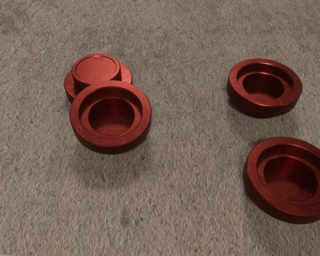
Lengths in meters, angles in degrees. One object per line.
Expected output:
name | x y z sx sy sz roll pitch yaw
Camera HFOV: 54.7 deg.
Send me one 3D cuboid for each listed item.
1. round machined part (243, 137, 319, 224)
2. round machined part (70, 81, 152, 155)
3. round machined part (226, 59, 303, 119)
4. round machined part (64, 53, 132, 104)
round machined part | 0.141 0.060 0.344 0.099 0.042 0.098 0 50 0
round machined part | -0.061 -0.010 0.393 0.099 0.042 0.098 2 59 -3
round machined part | 0.143 -0.051 0.437 0.099 0.042 0.098 0 50 0
round machined part | -0.090 -0.071 0.451 0.099 0.042 0.098 0 50 0
